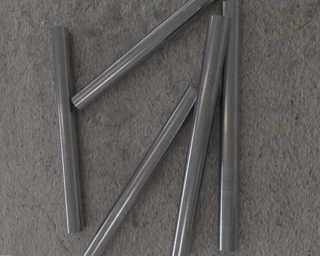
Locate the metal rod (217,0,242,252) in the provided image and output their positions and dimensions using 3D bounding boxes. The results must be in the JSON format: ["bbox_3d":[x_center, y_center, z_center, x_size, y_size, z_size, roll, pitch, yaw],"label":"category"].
[{"bbox_3d":[0.085,-0.002,0.378,0.025,0.025,0.298,1,90,20],"label":"metal rod"}]

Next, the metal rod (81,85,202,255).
[{"bbox_3d":[-0.031,0.076,0.419,0.025,0.025,0.299,35,101,16],"label":"metal rod"}]

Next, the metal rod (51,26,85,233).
[{"bbox_3d":[-0.136,0.001,0.456,0.025,0.025,0.298,-6,88,20],"label":"metal rod"}]

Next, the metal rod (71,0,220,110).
[{"bbox_3d":[-0.002,-0.119,0.409,0.300,0.025,0.025,-36,79,16],"label":"metal rod"}]

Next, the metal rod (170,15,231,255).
[{"bbox_3d":[0.048,0.019,0.379,0.025,0.025,0.298,12,99,19],"label":"metal rod"}]
